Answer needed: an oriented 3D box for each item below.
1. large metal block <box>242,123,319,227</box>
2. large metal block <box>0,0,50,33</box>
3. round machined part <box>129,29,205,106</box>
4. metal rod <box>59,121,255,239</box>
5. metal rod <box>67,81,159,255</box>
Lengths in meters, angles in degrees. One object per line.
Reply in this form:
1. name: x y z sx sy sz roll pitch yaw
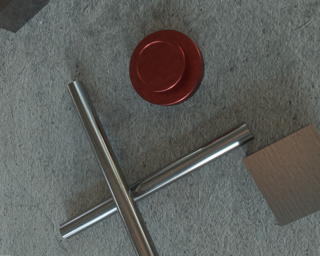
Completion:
1. large metal block: 0.149 0.049 0.343 0.080 0.050 0.080 -31 80 17
2. large metal block: -0.232 -0.209 0.475 0.080 0.050 0.080 -34 80 16
3. round machined part: 0.004 -0.078 0.398 0.098 0.042 0.097 0 90 19
4. metal rod: -0.016 0.077 0.413 0.300 0.025 0.025 -31 80 17
5. metal rod: -0.059 0.065 0.405 0.025 0.025 0.299 -32 71 17
